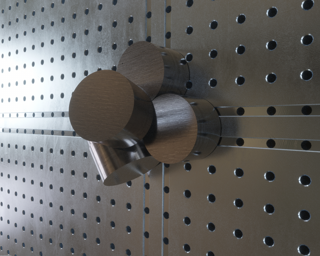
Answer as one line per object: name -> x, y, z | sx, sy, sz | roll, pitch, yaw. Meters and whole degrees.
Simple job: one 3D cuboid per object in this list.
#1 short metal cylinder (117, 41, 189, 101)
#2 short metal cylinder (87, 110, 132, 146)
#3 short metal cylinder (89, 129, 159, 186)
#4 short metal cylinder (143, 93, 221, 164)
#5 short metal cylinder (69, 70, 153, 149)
short metal cylinder -> -0.010, -0.066, 0.398 | 0.080, 0.050, 0.079 | 0, 90, 39
short metal cylinder -> -0.066, -0.007, 0.426 | 0.080, 0.081, 0.050 | -41, 65, 32
short metal cylinder -> -0.046, 0.035, 0.409 | 0.080, 0.081, 0.050 | -41, 66, 32
short metal cylinder -> 0.025, 0.001, 0.370 | 0.080, 0.050, 0.079 | 0, 90, 39
short metal cylinder -> -0.055, -0.020, 0.352 | 0.080, 0.050, 0.080 | -5, 77, 21
